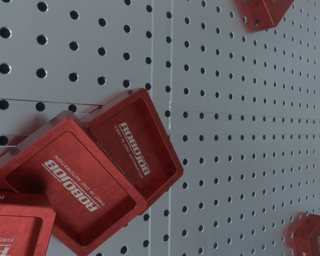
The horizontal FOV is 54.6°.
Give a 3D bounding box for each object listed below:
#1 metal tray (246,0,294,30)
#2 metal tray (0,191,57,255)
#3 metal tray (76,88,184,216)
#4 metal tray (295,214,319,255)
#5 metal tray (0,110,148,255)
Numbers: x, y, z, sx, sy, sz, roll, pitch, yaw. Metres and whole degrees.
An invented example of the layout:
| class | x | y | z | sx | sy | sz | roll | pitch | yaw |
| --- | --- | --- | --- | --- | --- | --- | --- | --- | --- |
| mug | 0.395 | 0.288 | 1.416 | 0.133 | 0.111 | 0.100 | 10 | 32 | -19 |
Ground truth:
| class | x | y | z | sx | sy | sz | roll | pitch | yaw |
| --- | --- | --- | --- | --- | --- | --- | --- | --- | --- |
| metal tray | 0.210 | -0.257 | 0.579 | 0.130 | 0.030 | 0.090 | -52 | 121 | -27 |
| metal tray | -0.161 | 0.096 | 0.247 | 0.131 | 0.030 | 0.090 | 14 | 93 | -31 |
| metal tray | -0.031 | 0.028 | 0.378 | 0.090 | 0.030 | 0.130 | -38 | 114 | -33 |
| metal tray | 0.347 | 0.273 | 0.695 | 0.091 | 0.030 | 0.129 | -27 | 107 | -37 |
| metal tray | -0.085 | 0.059 | 0.310 | 0.090 | 0.030 | 0.130 | -38 | 116 | -5 |
